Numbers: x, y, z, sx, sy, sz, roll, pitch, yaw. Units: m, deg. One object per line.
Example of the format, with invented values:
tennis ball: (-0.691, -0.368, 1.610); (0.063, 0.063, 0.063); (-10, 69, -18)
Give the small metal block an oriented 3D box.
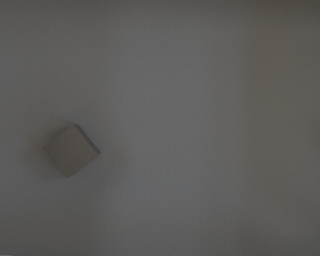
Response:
small metal block: (-0.116, 0.030, 0.411); (0.050, 0.025, 0.050); (-38, 90, 0)
